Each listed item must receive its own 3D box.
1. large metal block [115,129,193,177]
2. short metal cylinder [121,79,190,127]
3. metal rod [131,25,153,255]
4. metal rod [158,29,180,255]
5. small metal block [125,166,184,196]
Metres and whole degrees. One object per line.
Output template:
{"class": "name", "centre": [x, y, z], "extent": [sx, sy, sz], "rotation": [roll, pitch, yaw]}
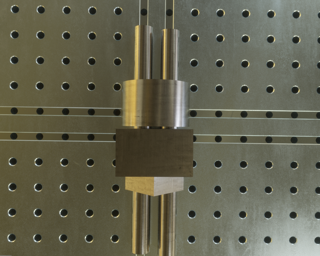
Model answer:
{"class": "large metal block", "centre": [-0.006, 0.026, 0.361], "extent": [0.081, 0.080, 0.050], "rotation": [0, 90, -1]}
{"class": "short metal cylinder", "centre": [-0.005, -0.027, 0.365], "extent": [0.081, 0.080, 0.050], "rotation": [1, 90, -1]}
{"class": "metal rod", "centre": [-0.024, 0.015, 0.414], "extent": [0.025, 0.025, 0.298], "rotation": [1, 90, -1]}
{"class": "metal rod", "centre": [0.012, 0.020, 0.415], "extent": [0.025, 0.025, 0.298], "rotation": [1, 90, -1]}
{"class": "small metal block", "centre": [-0.007, 0.063, 0.378], "extent": [0.050, 0.050, 0.025], "rotation": [1, 90, -45]}
